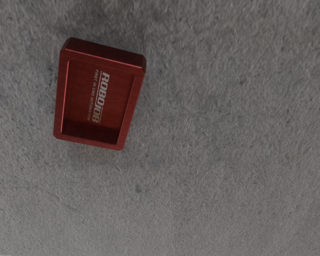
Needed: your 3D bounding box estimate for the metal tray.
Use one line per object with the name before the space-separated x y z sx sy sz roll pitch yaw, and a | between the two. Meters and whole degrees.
metal tray | -0.075 -0.034 0.373 0.091 0.030 0.129 12 129 -10
